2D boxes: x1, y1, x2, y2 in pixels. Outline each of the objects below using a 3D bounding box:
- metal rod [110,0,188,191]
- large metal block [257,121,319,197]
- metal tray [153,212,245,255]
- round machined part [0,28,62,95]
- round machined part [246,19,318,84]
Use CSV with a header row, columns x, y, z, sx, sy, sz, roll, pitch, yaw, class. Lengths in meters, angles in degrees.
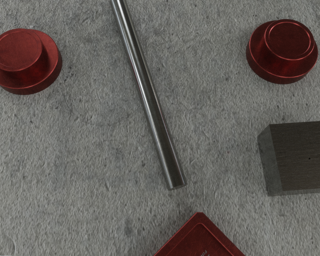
x,y,z,sx,sy,sz,roll,pitch,yaw,class
-0.021,-0.061,0.430,0.025,0.025,0.299,-16,71,-6,metal rod
0.174,0.039,0.383,0.081,0.050,0.080,-4,70,-2,large metal block
0.029,0.170,0.343,0.130,0.030,0.090,-42,76,-14,metal tray
-0.192,-0.099,0.433,0.099,0.042,0.098,0,70,-1,round machined part
0.178,-0.115,0.444,0.099,0.042,0.098,0,70,-1,round machined part
